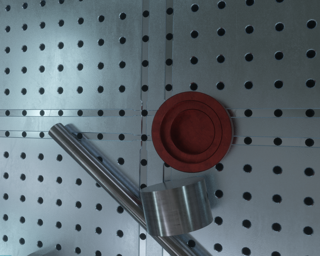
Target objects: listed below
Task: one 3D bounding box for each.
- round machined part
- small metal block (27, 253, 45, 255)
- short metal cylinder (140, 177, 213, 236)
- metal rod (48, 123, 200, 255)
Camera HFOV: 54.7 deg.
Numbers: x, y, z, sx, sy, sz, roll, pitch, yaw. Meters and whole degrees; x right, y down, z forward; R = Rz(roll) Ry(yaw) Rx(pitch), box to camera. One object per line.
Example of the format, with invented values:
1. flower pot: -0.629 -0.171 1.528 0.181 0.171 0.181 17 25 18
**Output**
1. round machined part: 0.042 0.005 0.388 0.098 0.042 0.097 0 90 19
2. small metal block: -0.201 0.225 0.468 0.025 0.050 0.050 -4 89 20
3. short metal cylinder: 0.020 0.093 0.376 0.080 0.080 0.050 -12 86 19
4. metal rod: -0.047 0.096 0.428 0.300 0.025 0.025 41 103 15
